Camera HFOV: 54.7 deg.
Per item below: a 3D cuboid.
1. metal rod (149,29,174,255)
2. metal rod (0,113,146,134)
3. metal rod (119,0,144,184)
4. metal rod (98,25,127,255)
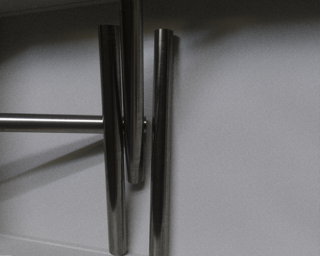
[{"bbox_3d":[0.002,0.022,0.409,0.025,0.025,0.298,2,91,20],"label":"metal rod"},{"bbox_3d":[-0.170,-0.007,0.407,0.302,0.025,0.025,1,91,-5],"label":"metal rod"},{"bbox_3d":[-0.031,-0.063,0.355,0.025,0.025,0.298,12,119,19],"label":"metal rod"},{"bbox_3d":[-0.059,0.025,0.396,0.025,0.025,0.298,5,105,20],"label":"metal rod"}]
